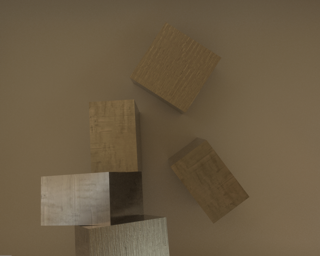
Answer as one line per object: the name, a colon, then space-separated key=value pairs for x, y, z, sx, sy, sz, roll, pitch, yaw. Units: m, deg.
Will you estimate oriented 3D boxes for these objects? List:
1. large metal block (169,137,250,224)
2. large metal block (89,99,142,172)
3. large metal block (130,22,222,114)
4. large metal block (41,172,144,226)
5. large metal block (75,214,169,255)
large metal block: x=0.056 y=0.060 z=0.385 sx=0.050 sy=0.080 sz=0.080 roll=-37 pitch=90 yaw=0
large metal block: x=-0.051 y=0.014 z=0.379 sx=0.050 sy=0.080 sz=0.080 roll=-4 pitch=83 yaw=0
large metal block: x=0.019 y=-0.073 z=0.399 sx=0.080 sy=0.050 sz=0.080 roll=33 pitch=90 yaw=-1
large metal block: x=-0.072 y=0.076 z=0.346 sx=0.080 sy=0.080 sz=0.050 roll=-7 pitch=80 yaw=19
large metal block: x=-0.038 y=0.134 z=0.311 sx=0.081 sy=0.050 sz=0.080 roll=1 pitch=79 yaw=-30
